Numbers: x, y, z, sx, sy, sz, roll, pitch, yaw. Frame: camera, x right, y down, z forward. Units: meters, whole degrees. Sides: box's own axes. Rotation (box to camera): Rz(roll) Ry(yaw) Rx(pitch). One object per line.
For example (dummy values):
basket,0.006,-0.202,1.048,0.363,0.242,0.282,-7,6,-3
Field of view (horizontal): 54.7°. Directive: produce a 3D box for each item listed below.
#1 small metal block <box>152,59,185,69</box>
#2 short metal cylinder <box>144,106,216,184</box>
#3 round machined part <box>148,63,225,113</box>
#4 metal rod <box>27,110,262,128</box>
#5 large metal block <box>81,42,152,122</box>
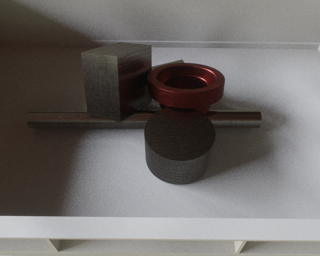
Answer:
small metal block,0.020,-0.073,0.466,0.050,0.025,0.050,-16,52,-14
short metal cylinder,0.022,0.020,0.369,0.081,0.050,0.080,0,50,0
round machined part,0.034,-0.049,0.408,0.099,0.042,0.098,0,33,0
metal rod,-0.019,-0.012,0.411,0.302,0.025,0.025,0,50,-1
large metal block,-0.052,-0.063,0.401,0.050,0.079,0.080,12,27,24
